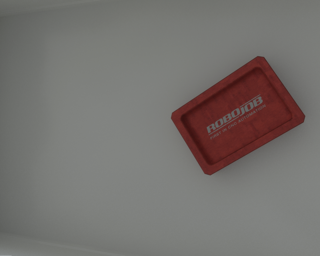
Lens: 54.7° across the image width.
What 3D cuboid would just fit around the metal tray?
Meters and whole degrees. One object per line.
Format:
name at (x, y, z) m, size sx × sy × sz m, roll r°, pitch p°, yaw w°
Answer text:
metal tray at (0.091, -0.013, 0.375) m, size 0.130 × 0.030 × 0.090 m, roll -33°, pitch 80°, yaw 16°
